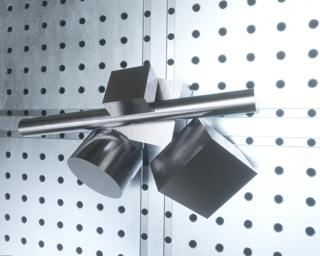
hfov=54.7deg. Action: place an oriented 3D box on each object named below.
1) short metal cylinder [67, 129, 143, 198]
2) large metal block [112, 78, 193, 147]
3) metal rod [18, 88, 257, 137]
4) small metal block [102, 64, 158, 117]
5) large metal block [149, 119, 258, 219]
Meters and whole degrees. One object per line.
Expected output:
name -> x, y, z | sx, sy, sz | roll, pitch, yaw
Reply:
short metal cylinder -> -0.070, 0.046, 0.398 | 0.080, 0.080, 0.050 | 21, 54, 18
large metal block -> -0.010, -0.023, 0.398 | 0.080, 0.050, 0.079 | 12, 94, 19
metal rod -> -0.042, -0.015, 0.370 | 0.301, 0.025, 0.025 | -6, 88, 20
small metal block -> -0.033, -0.043, 0.354 | 0.050, 0.025, 0.050 | -6, 53, 20
large metal block -> 0.048, 0.046, 0.356 | 0.080, 0.050, 0.080 | 36, 106, -29
